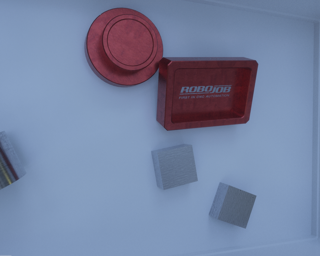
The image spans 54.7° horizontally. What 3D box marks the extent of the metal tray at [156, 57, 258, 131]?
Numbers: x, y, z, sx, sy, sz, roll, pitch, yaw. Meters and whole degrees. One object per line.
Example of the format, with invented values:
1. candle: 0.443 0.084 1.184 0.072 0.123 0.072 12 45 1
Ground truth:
1. metal tray: 0.063 -0.048 0.416 0.131 0.030 0.089 -5 112 -20

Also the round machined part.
1. round machined part: -0.042 -0.102 0.387 0.099 0.042 0.097 0 90 -20

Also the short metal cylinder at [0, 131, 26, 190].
1. short metal cylinder: -0.186 0.042 0.313 0.081 0.080 0.050 -26 99 -18

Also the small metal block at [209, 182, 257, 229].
1. small metal block: 0.106 0.113 0.452 0.050 0.025 0.050 23 82 -19

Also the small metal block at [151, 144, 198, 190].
1. small metal block: 0.020 0.051 0.419 0.050 0.025 0.050 -11 94 -20
